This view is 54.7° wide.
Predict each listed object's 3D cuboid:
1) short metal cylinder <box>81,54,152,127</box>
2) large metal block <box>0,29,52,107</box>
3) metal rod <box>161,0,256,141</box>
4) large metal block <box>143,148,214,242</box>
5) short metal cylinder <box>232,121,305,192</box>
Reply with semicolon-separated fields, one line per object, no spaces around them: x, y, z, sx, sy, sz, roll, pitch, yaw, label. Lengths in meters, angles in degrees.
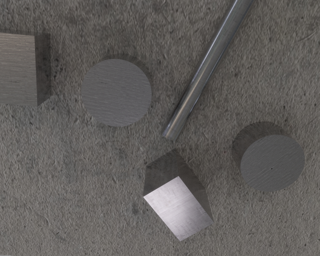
-0.050;-0.048;0.378;0.081;0.050;0.079;0;110;0;short metal cylinder
-0.179;-0.074;0.368;0.081;0.050;0.079;5;110;-2;large metal block
0.079;-0.115;0.368;0.025;0.025;0.298;25;108;-9;metal rod
0.023;0.086;0.412;0.050;0.080;0.080;-33;107;11;large metal block
0.141;0.037;0.412;0.081;0.050;0.079;0;110;0;short metal cylinder
